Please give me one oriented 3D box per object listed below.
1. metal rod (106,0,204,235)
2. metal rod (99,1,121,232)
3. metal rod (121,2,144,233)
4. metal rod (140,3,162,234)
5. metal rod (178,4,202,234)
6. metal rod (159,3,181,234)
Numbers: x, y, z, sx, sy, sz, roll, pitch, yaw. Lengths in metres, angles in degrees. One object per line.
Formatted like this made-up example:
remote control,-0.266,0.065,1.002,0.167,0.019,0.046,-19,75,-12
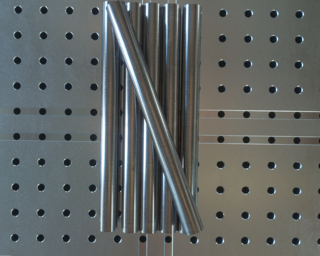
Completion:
metal rod,-0.006,-0.012,0.388,0.025,0.025,0.299,-19,90,0
metal rod,-0.066,-0.015,0.412,0.025,0.025,0.298,1,90,0
metal rod,-0.037,-0.013,0.412,0.025,0.025,0.298,1,90,0
metal rod,-0.012,-0.013,0.412,0.025,0.025,0.298,1,90,0
metal rod,0.040,-0.012,0.414,0.025,0.025,0.298,1,90,0
metal rod,0.013,-0.012,0.414,0.025,0.025,0.298,1,90,0
